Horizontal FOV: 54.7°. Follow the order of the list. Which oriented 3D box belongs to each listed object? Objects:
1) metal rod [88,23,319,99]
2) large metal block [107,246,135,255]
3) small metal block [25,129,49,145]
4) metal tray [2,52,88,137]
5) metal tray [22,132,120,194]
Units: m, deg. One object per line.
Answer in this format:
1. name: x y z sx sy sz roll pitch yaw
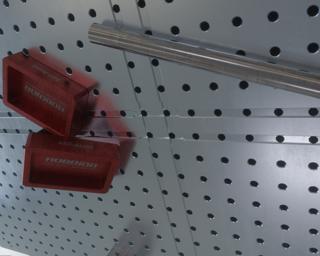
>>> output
1. metal rod: 0.056 -0.073 0.336 0.301 0.025 0.025 18 125 18
2. large metal block: -0.089 0.297 0.607 0.050 0.080 0.079 13 124 21
3. small metal block: -0.179 0.026 0.506 0.050 0.050 0.025 46 129 -4
4. metal tray: -0.178 -0.046 0.472 0.130 0.030 0.089 29 128 9
5. metal tray: -0.135 0.057 0.471 0.131 0.030 0.089 10 130 -18
